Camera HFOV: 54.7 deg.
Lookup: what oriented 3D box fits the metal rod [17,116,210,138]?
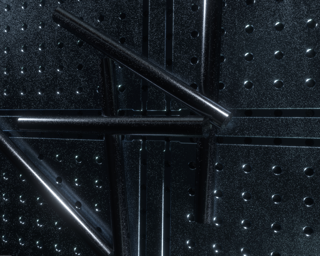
[{"bbox_3d":[-0.081,-0.004,0.412,0.300,0.025,0.025,1,91,29],"label":"metal rod"}]

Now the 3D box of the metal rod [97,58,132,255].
[{"bbox_3d":[-0.063,0.053,0.433,0.025,0.025,0.298,-6,88,19],"label":"metal rod"}]

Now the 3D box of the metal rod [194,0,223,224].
[{"bbox_3d":[0.061,-0.032,0.390,0.025,0.025,0.298,3,91,19],"label":"metal rod"}]

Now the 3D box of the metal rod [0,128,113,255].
[{"bbox_3d":[-0.182,0.085,0.474,0.300,0.025,0.025,41,103,15],"label":"metal rod"}]

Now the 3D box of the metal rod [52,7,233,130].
[{"bbox_3d":[-0.037,-0.088,0.409,0.300,0.025,0.025,35,101,22],"label":"metal rod"}]
